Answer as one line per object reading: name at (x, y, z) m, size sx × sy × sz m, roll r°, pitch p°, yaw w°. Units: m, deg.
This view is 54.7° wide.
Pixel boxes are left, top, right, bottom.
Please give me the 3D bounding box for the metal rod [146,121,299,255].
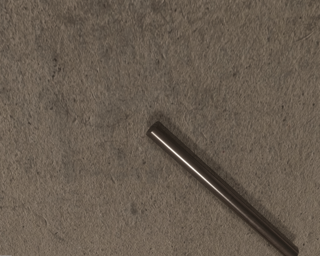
metal rod at (0.098, 0.097, 0.447) m, size 0.300 × 0.025 × 0.025 m, roll 42°, pitch 105°, yaw -14°
